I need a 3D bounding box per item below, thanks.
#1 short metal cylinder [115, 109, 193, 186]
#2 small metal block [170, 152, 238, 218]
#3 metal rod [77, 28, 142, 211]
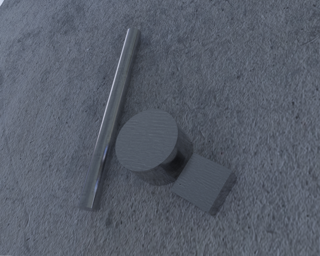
[{"bbox_3d":[-0.006,0.024,0.376,0.080,0.050,0.080,-13,56,21],"label":"short metal cylinder"},{"bbox_3d":[0.048,0.062,0.340,0.050,0.025,0.050,24,75,36],"label":"small metal block"},{"bbox_3d":[-0.068,-0.030,0.457,0.025,0.025,0.300,-4,60,26],"label":"metal rod"}]
